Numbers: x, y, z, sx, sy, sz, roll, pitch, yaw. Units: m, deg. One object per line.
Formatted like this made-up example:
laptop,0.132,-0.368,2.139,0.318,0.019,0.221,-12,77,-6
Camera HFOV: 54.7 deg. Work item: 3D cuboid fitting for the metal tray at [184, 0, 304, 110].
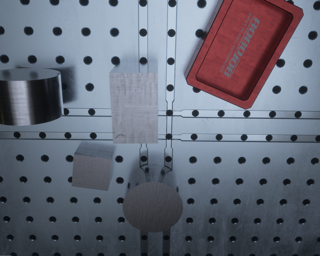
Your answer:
metal tray,0.097,-0.098,0.375,0.090,0.030,0.129,22,108,-8

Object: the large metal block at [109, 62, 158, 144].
large metal block,-0.028,-0.034,0.371,0.050,0.080,0.079,0,110,0

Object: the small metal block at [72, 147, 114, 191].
small metal block,-0.094,0.057,0.433,0.050,0.025,0.050,8,110,-3

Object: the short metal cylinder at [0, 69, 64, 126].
short metal cylinder,-0.158,-0.040,0.368,0.081,0.080,0.050,2,110,-1

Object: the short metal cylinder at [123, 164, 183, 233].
short metal cylinder,-0.009,0.098,0.436,0.081,0.050,0.079,0,110,0
